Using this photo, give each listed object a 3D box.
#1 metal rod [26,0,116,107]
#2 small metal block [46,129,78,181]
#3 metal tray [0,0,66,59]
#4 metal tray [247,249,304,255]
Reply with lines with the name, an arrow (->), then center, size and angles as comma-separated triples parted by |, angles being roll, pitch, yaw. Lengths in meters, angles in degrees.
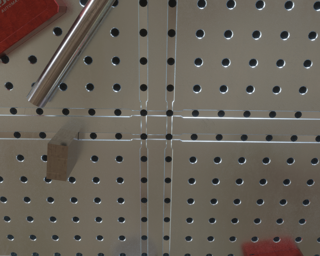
metal rod -> -0.068, -0.146, 0.358 | 0.025, 0.025, 0.299 | 36, 106, -12
small metal block -> -0.129, 0.035, 0.412 | 0.025, 0.050, 0.050 | 9, 110, -3
metal tray -> -0.189, -0.139, 0.357 | 0.130, 0.030, 0.090 | -31, 108, 10
metal tray -> 0.193, 0.266, 0.510 | 0.090, 0.030, 0.129 | -9, 110, 3
